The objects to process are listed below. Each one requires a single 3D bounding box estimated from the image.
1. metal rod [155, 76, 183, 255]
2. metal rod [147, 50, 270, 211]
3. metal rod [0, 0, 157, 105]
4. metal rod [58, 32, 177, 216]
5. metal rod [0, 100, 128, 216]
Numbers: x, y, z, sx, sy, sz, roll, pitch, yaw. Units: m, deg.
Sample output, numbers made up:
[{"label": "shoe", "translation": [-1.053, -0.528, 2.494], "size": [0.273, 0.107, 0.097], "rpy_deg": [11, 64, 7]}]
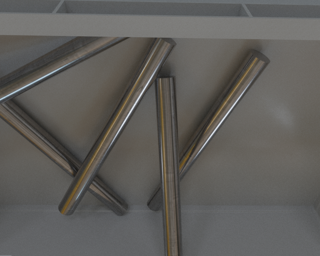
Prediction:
[{"label": "metal rod", "translation": [0.014, 0.083, 0.402], "size": [0.025, 0.025, 0.298], "rpy_deg": [-3, 106, 2]}, {"label": "metal rod", "translation": [0.051, 0.024, 0.430], "size": [0.025, 0.025, 0.298], "rpy_deg": [18, 128, -16]}, {"label": "metal rod", "translation": [-0.143, -0.055, 0.336], "size": [0.301, 0.025, 0.025], "rpy_deg": [-24, 127, 10]}, {"label": "metal rod", "translation": [-0.067, 0.014, 0.399], "size": [0.025, 0.025, 0.298], "rpy_deg": [24, 120, -19]}, {"label": "metal rod", "translation": [-0.142, 0.040, 0.440], "size": [0.025, 0.025, 0.300], "rpy_deg": [-25, 126, 19]}]
